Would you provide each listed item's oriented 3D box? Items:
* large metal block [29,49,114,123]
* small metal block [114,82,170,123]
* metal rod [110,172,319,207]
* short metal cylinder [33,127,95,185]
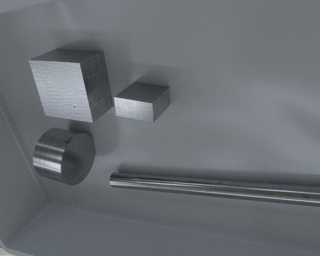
[{"bbox_3d":[-0.116,-0.058,0.416,0.080,0.050,0.079,8,122,23],"label":"large metal block"},{"bbox_3d":[-0.020,-0.033,0.381,0.050,0.050,0.025,11,123,22],"label":"small metal block"},{"bbox_3d":[0.060,0.081,0.425,0.300,0.025,0.025,-1,118,28],"label":"metal rod"},{"bbox_3d":[-0.144,0.042,0.473,0.050,0.080,0.079,11,123,22],"label":"short metal cylinder"}]
